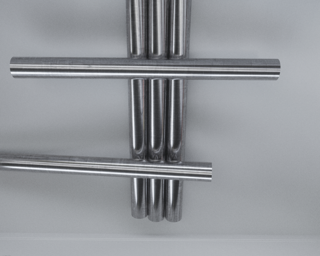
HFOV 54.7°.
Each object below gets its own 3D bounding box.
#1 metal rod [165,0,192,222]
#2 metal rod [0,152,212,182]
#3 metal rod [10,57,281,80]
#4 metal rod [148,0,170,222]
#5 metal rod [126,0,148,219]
[{"bbox_3d":[0.022,-0.008,0.406,0.025,0.025,0.298,1,110,0],"label":"metal rod"},{"bbox_3d":[-0.085,0.050,0.409,0.302,0.025,0.025,2,110,6],"label":"metal rod"},{"bbox_3d":[-0.016,-0.069,0.358,0.302,0.025,0.025,0,110,0],"label":"metal rod"},{"bbox_3d":[-0.004,-0.008,0.407,0.025,0.025,0.298,1,110,0],"label":"metal rod"},{"bbox_3d":[-0.028,-0.013,0.405,0.025,0.025,0.298,0,110,0],"label":"metal rod"}]
